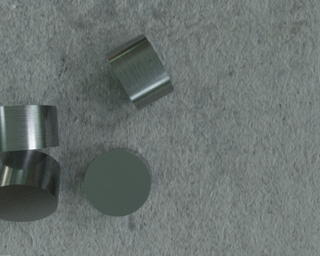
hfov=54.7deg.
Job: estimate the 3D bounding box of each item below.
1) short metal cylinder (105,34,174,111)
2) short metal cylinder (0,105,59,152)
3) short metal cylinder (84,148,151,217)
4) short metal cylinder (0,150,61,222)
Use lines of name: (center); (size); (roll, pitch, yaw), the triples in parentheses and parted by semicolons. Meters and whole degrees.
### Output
short metal cylinder: (-0.025, -0.068, 0.382); (0.050, 0.080, 0.080); (-30, 90, 0)
short metal cylinder: (-0.167, 0.001, 0.380); (0.081, 0.080, 0.050); (-4, 90, -1)
short metal cylinder: (-0.051, 0.067, 0.397); (0.081, 0.050, 0.079); (0, 90, -1)
short metal cylinder: (-0.164, 0.071, 0.374); (0.080, 0.080, 0.050); (-12, 46, 0)
